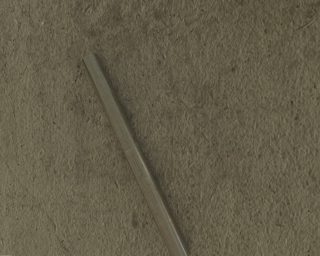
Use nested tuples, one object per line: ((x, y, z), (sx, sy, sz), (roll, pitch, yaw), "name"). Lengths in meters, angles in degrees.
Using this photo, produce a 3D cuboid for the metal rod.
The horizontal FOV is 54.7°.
((-0.036, 0.033, 0.421), (0.025, 0.025, 0.299), (-29, 81, 18), "metal rod")
